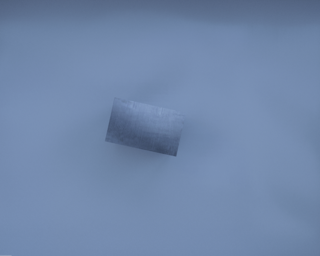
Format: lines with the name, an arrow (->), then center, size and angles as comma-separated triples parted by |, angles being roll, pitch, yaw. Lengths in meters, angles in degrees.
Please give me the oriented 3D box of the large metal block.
large metal block -> -0.016, -0.001, 0.381 | 0.080, 0.080, 0.050 | 12, 90, -1
